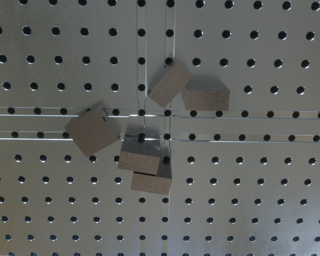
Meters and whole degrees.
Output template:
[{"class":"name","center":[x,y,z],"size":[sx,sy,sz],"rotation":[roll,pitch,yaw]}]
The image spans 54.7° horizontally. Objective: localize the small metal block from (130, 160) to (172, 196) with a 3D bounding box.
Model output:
[{"class":"small metal block","center":[-0.011,0.064,0.424],"size":[0.050,0.050,0.025],"rotation":[10,110,-4]}]

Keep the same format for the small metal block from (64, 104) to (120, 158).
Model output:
[{"class":"small metal block","center":[-0.089,0.004,0.414],"size":[0.050,0.025,0.050],"rotation":[-29,108,10]}]

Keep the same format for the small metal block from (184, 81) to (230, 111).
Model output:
[{"class":"small metal block","center":[0.056,-0.041,0.386],"size":[0.050,0.050,0.025],"rotation":[1,110,-1]}]

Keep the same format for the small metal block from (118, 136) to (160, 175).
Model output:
[{"class":"small metal block","center":[-0.027,0.036,0.413],"size":[0.050,0.050,0.025],"rotation":[10,110,-4]}]

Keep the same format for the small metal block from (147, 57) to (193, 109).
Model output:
[{"class":"small metal block","center":[0.011,-0.056,0.380],"size":[0.025,0.050,0.050],"rotation":[39,105,-13]}]
